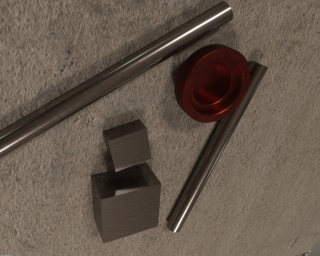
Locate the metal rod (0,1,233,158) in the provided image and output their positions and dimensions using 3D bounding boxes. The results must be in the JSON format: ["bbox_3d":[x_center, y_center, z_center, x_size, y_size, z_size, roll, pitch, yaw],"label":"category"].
[{"bbox_3d":[-0.048,-0.058,0.345,0.301,0.025,0.025,-32,129,-8],"label":"metal rod"}]

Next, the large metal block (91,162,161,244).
[{"bbox_3d":[-0.048,0.102,0.429,0.081,0.050,0.079,-11,123,-23],"label":"large metal block"}]

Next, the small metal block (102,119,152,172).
[{"bbox_3d":[-0.042,0.022,0.399,0.050,0.025,0.050,-19,126,-17],"label":"small metal block"}]

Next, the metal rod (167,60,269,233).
[{"bbox_3d":[0.081,0.040,0.477,0.025,0.025,0.298,11,113,-34],"label":"metal rod"}]

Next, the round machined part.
[{"bbox_3d":[0.062,-0.059,0.395,0.099,0.042,0.097,-14,125,-21],"label":"round machined part"}]
